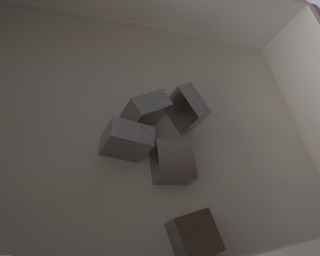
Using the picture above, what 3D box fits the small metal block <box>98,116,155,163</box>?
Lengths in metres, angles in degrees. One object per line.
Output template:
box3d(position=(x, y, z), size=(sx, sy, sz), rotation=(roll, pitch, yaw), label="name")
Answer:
box3d(position=(-0.039, 0.015, 0.359), size=(0.050, 0.050, 0.025), rotation=(15, 56, -20), label="small metal block")

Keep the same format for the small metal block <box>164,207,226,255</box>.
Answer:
box3d(position=(0.039, 0.123, 0.351), size=(0.050, 0.025, 0.050), rotation=(-8, 66, -32), label="small metal block")

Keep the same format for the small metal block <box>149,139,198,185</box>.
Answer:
box3d(position=(0.016, 0.043, 0.387), size=(0.050, 0.025, 0.050), rotation=(6, 59, -25), label="small metal block")

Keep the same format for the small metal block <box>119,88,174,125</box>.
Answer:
box3d(position=(-0.019, -0.021, 0.392), size=(0.050, 0.050, 0.025), rotation=(-21, 74, -36), label="small metal block")

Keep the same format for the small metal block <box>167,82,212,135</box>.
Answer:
box3d(position=(0.035, -0.026, 0.424), size=(0.025, 0.050, 0.050), rotation=(-23, 75, -36), label="small metal block")
